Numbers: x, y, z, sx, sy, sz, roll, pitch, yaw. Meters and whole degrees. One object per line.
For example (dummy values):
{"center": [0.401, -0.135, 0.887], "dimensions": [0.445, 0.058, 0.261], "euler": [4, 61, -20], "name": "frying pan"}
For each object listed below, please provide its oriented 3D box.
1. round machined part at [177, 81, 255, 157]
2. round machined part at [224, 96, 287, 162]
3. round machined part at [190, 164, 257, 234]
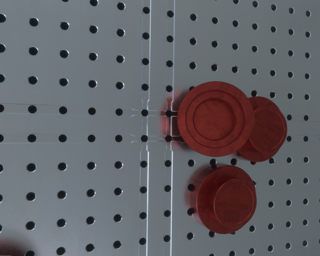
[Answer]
{"center": [0.073, -0.011, 0.418], "dimensions": [0.098, 0.042, 0.097], "euler": [0, 88, 3], "name": "round machined part"}
{"center": [0.146, 0.002, 0.457], "dimensions": [0.099, 0.042, 0.097], "euler": [0, 90, -20], "name": "round machined part"}
{"center": [0.096, 0.102, 0.439], "dimensions": [0.099, 0.042, 0.097], "euler": [0, 90, -20], "name": "round machined part"}
